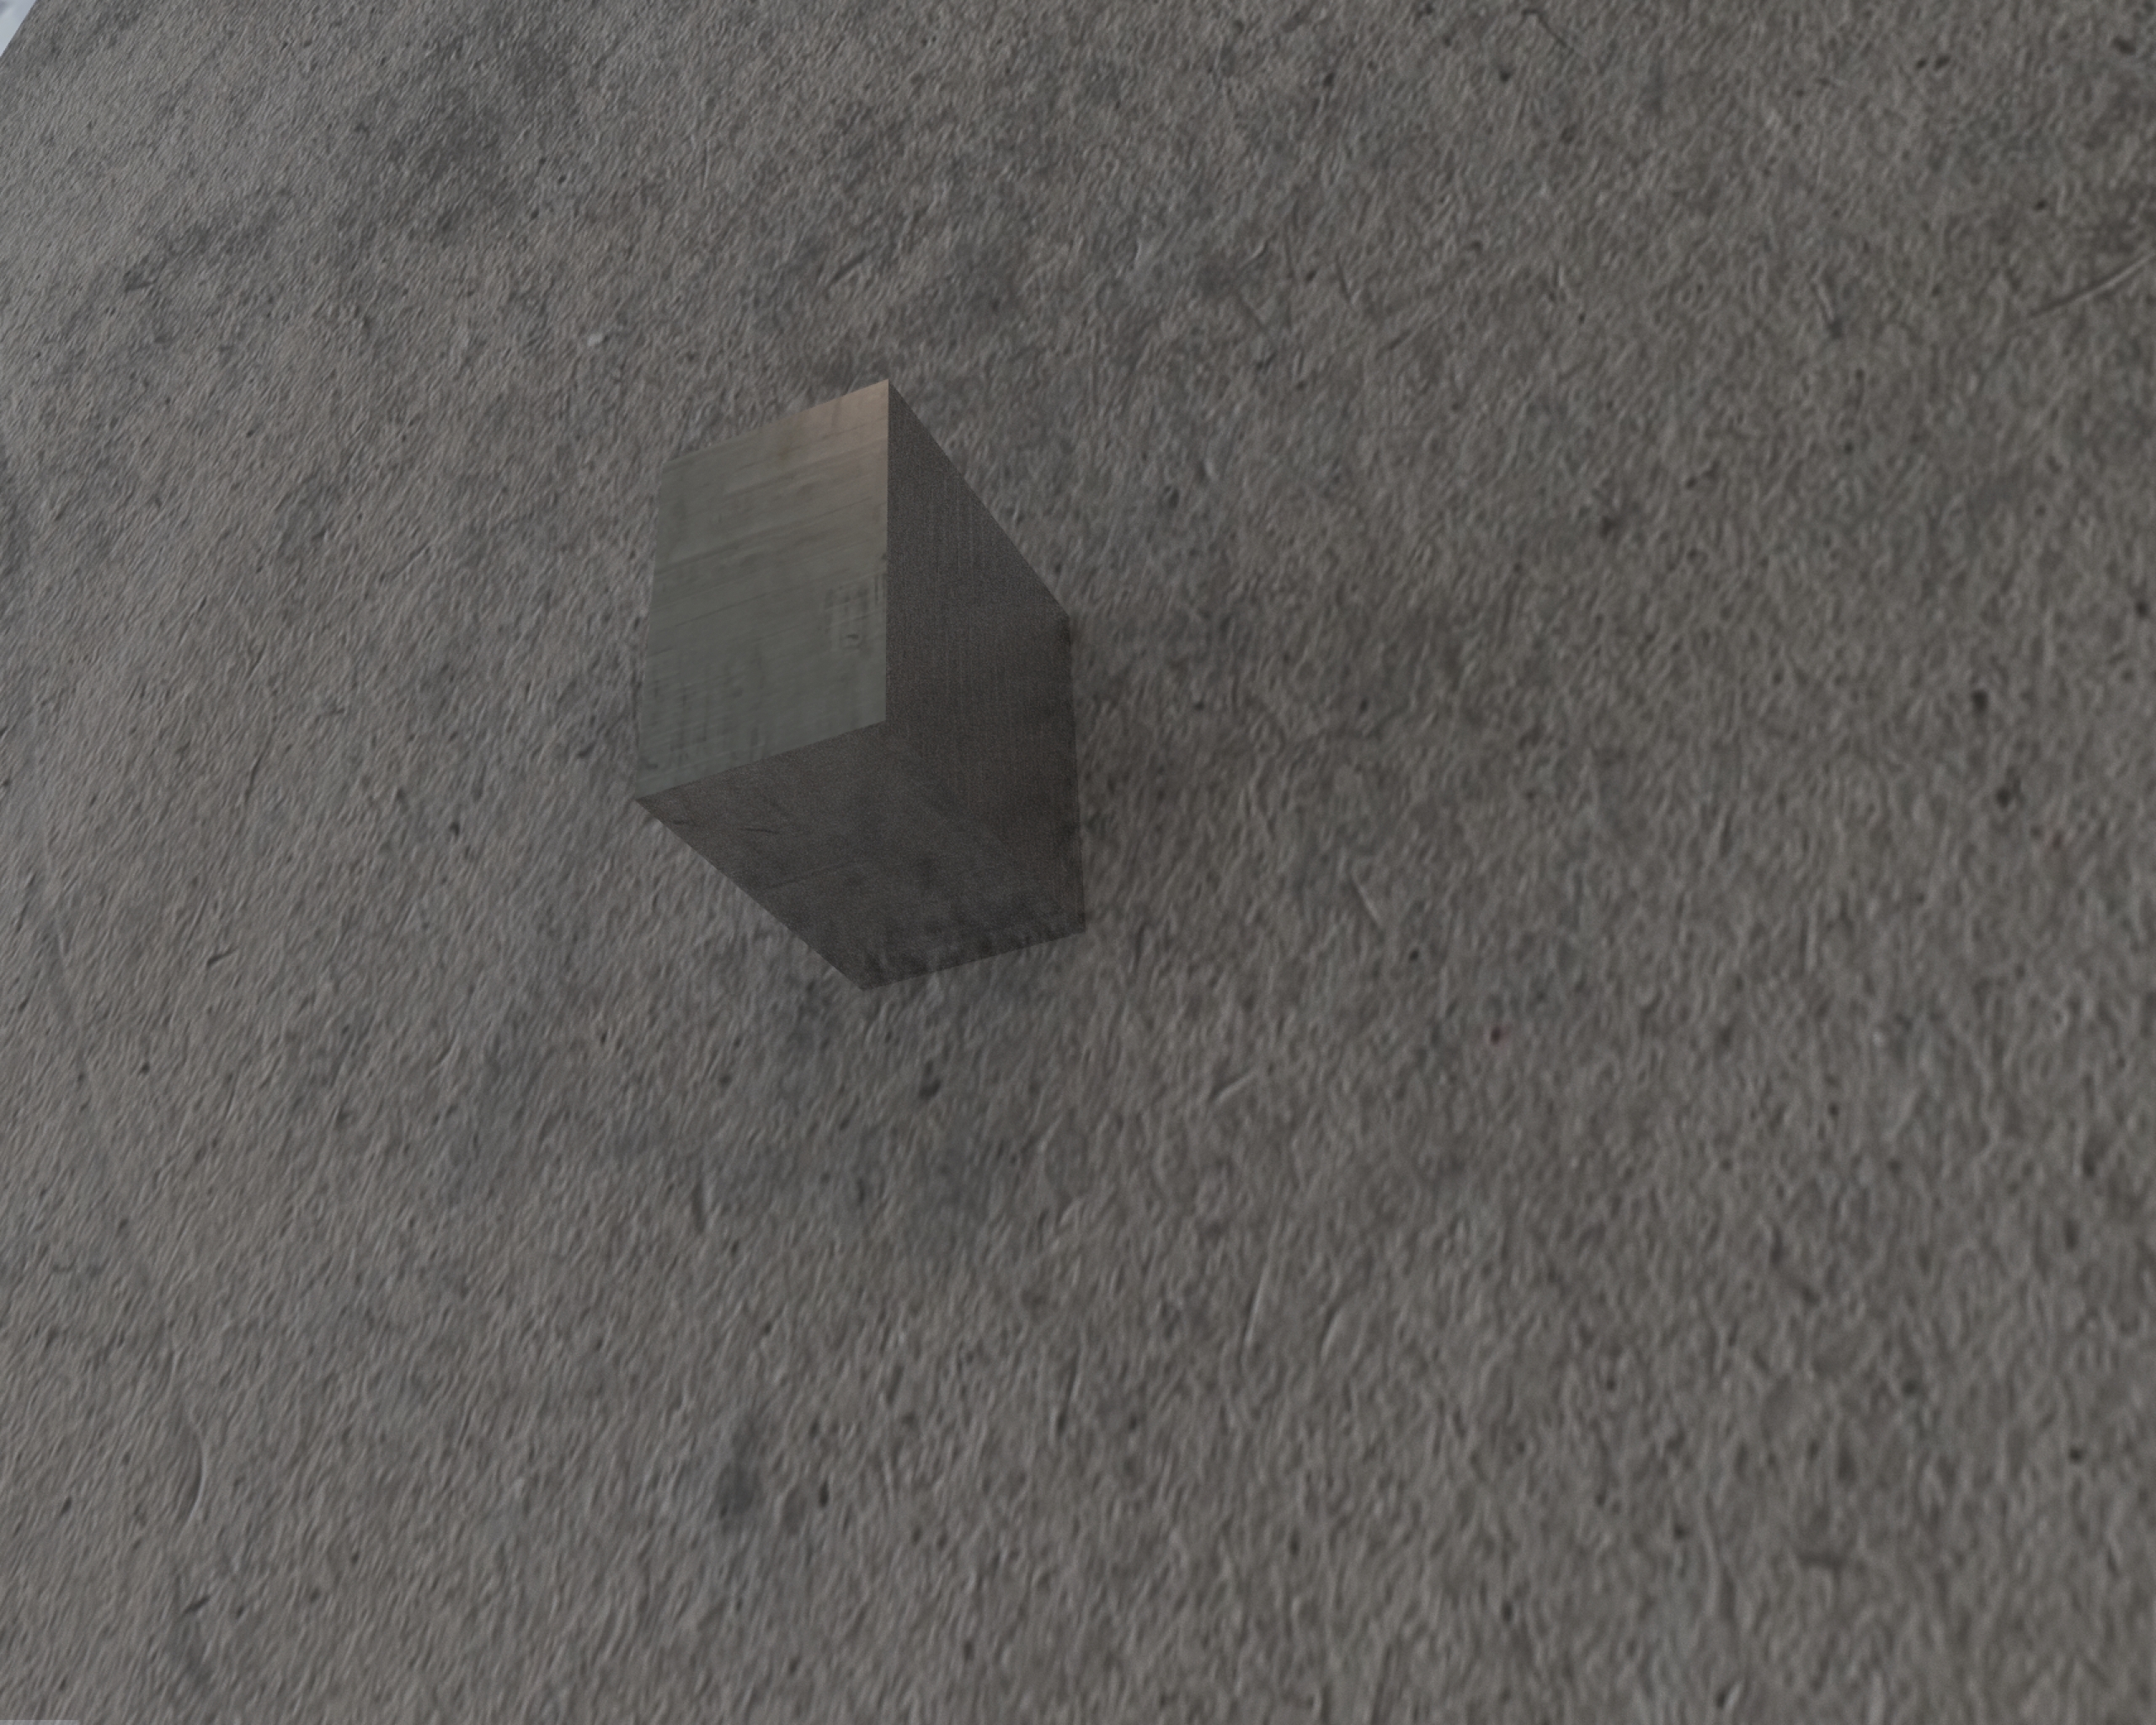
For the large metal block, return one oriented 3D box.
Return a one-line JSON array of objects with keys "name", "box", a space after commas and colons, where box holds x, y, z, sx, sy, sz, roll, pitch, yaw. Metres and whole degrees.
[{"name": "large metal block", "box": [-0.040, -0.032, 0.410, 0.050, 0.080, 0.080, -16, 55, 19]}]
